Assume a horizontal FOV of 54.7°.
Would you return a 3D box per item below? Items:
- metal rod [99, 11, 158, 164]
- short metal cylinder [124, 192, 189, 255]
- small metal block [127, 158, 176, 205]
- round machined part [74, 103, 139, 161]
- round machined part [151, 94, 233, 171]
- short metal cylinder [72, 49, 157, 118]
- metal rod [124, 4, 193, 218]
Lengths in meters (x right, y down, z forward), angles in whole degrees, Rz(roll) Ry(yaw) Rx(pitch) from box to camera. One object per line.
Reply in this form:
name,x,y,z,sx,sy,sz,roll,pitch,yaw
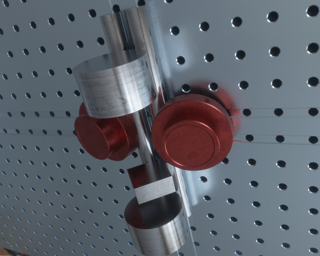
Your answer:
metal rod,-0.026,-0.002,0.423,0.025,0.025,0.298,1,119,28
short metal cylinder,-0.004,0.129,0.430,0.080,0.080,0.050,1,119,28
small metal block,-0.013,0.070,0.415,0.050,0.050,0.025,-17,116,-10
round machined part,-0.080,0.005,0.430,0.098,0.042,0.097,24,132,30
round machined part,0.037,0.012,0.371,0.098,0.042,0.097,4,118,9
short metal cylinder,-0.048,-0.051,0.341,0.080,0.080,0.050,1,119,28
metal rod,0.005,-0.003,0.406,0.025,0.025,0.298,1,119,28
